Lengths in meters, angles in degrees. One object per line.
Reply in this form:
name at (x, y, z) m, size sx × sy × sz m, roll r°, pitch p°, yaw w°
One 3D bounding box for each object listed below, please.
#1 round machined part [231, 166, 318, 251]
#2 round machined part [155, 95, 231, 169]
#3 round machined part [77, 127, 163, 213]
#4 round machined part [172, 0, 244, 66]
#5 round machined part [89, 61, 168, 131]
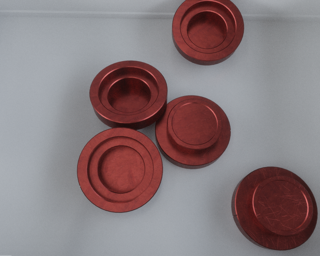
round machined part at (0.139, 0.093, 0.368) m, size 0.099 × 0.042 × 0.098 m, roll 0°, pitch 70°, yaw -1°
round machined part at (0.043, 0.001, 0.401) m, size 0.099 × 0.042 × 0.098 m, roll 0°, pitch 70°, yaw -1°
round machined part at (-0.046, 0.050, 0.375) m, size 0.099 × 0.042 × 0.097 m, roll 0°, pitch 82°, yaw -1°
round machined part at (0.066, -0.136, 0.444) m, size 0.099 × 0.042 × 0.097 m, roll 0°, pitch 84°, yaw 1°
round machined part at (-0.040, -0.038, 0.409) m, size 0.099 × 0.042 × 0.098 m, roll 0°, pitch 61°, yaw 0°
